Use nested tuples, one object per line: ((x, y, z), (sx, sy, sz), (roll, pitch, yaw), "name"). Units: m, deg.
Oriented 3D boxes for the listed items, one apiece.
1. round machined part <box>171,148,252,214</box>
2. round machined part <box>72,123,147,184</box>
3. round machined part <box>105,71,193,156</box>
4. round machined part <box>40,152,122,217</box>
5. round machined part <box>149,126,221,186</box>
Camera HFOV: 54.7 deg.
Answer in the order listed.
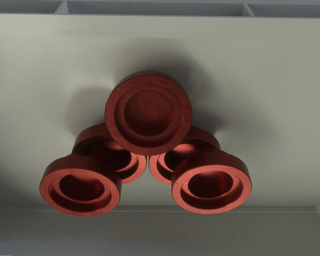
((0.063, 0.064, 0.397), (0.099, 0.042, 0.097), (0, 130, 0), "round machined part")
((-0.067, 0.031, 0.422), (0.099, 0.042, 0.097), (0, 130, 0), "round machined part")
((-0.013, -0.020, 0.366), (0.099, 0.042, 0.097), (-1, 112, -1), "round machined part")
((-0.098, 0.069, 0.399), (0.099, 0.042, 0.097), (0, 130, 0), "round machined part")
((0.034, 0.035, 0.426), (0.099, 0.042, 0.097), (0, 130, 0), "round machined part")
